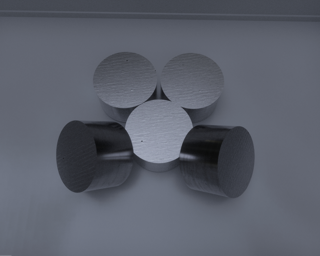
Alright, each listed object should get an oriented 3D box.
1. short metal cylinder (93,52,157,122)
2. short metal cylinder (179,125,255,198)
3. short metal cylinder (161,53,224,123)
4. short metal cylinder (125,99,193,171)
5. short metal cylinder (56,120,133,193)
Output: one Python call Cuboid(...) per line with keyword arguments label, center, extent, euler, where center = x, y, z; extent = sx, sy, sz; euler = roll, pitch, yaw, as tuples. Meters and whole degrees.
Cuboid(label="short metal cylinder", center=(-0.044, -0.053, 0.413), extent=(0.081, 0.050, 0.080), euler=(0, 70, 0))
Cuboid(label="short metal cylinder", center=(0.068, 0.037, 0.359), extent=(0.050, 0.080, 0.080), euler=(3, 64, 43))
Cuboid(label="short metal cylinder", center=(0.041, -0.052, 0.415), extent=(0.081, 0.050, 0.080), euler=(0, 70, 0))
Cuboid(label="short metal cylinder", center=(-0.001, 0.011, 0.389), extent=(0.081, 0.050, 0.080), euler=(0, 70, 0))
Cuboid(label="short metal cylinder", center=(-0.077, 0.032, 0.360), extent=(0.050, 0.080, 0.080), euler=(1, 62, -48))
